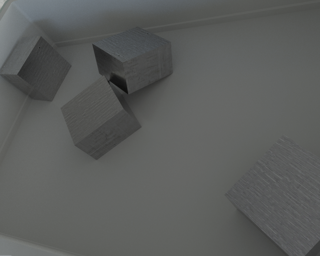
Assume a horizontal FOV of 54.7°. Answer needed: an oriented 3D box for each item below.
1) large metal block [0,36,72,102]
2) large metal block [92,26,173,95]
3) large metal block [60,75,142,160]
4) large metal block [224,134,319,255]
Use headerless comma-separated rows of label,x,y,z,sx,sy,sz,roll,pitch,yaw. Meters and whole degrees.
large metal block,-0.217,-0.103,0.548,0.050,0.080,0.080,7,66,31
large metal block,-0.039,-0.102,0.453,0.081,0.050,0.080,-30,46,-26
large metal block,-0.086,-0.015,0.444,0.080,0.050,0.080,-36,51,4
large metal block,0.122,0.067,0.285,0.080,0.050,0.080,-45,51,-3
